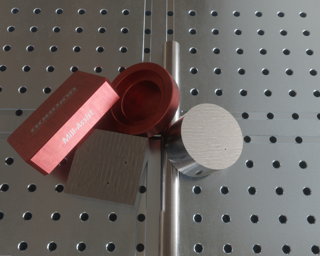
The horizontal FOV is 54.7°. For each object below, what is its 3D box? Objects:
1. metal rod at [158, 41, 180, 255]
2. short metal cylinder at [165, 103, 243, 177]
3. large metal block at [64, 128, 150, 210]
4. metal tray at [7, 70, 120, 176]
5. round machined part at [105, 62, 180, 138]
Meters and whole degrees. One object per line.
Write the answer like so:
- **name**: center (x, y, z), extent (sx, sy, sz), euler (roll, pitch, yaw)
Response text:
- **metal rod**: center (0.013, 0.019, 0.405), extent (0.025, 0.025, 0.299), euler (1, 70, 0)
- **short metal cylinder**: center (0.053, 0.016, 0.379), extent (0.081, 0.050, 0.080), euler (7, 69, -19)
- **large metal block**: center (-0.060, 0.050, 0.379), extent (0.080, 0.050, 0.080), euler (10, 70, 3)
- **metal tray**: center (-0.121, -0.013, 0.387), extent (0.130, 0.030, 0.090), euler (-50, 39, -16)
- **round machined part**: center (-0.020, -0.032, 0.400), extent (0.098, 0.042, 0.098), euler (-9, 67, 23)
